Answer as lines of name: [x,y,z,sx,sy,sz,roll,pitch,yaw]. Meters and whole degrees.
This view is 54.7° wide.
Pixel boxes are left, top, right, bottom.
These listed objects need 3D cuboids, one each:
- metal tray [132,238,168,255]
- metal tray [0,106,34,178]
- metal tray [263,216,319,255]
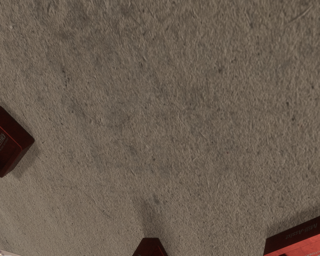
metal tray: [-0.025,0.260,0.512,0.030,0.131,0.090,-12,112,33]
metal tray: [-0.297,0.029,0.574,0.090,0.030,0.129,47,129,-5]
metal tray: [0.211,0.161,0.391,0.090,0.030,0.129,43,129,-2]
